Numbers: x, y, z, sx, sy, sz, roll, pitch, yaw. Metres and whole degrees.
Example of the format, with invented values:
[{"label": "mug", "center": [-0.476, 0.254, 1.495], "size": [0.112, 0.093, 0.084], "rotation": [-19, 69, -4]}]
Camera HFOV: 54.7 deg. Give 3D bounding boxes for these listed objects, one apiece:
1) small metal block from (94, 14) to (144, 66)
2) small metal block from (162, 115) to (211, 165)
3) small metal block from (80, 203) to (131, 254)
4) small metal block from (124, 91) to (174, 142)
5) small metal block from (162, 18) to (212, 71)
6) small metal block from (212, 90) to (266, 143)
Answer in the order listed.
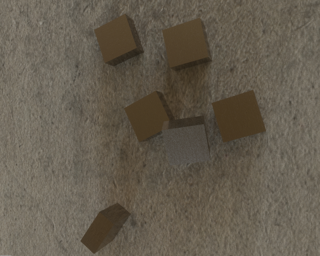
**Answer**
[{"label": "small metal block", "center": [-0.056, -0.120, 0.428], "size": [0.050, 0.025, 0.050], "rotation": [-21, 83, 18]}, {"label": "small metal block", "center": [0.033, 0.016, 0.383], "size": [0.050, 0.025, 0.050], "rotation": [-9, 115, 11]}, {"label": "small metal block", "center": [-0.073, 0.134, 0.420], "size": [0.025, 0.050, 0.050], "rotation": [36, 102, 16]}, {"label": "small metal block", "center": [-0.012, -0.015, 0.412], "size": [0.050, 0.025, 0.050], "rotation": [-27, 81, 17]}, {"label": "small metal block", "center": [0.035, -0.105, 0.396], "size": [0.050, 0.025, 0.050], "rotation": [-13, 86, 19]}, {"label": "small metal block", "center": [0.096, -0.013, 0.375], "size": [0.050, 0.025, 0.050], "rotation": [-17, 84, 18]}]
